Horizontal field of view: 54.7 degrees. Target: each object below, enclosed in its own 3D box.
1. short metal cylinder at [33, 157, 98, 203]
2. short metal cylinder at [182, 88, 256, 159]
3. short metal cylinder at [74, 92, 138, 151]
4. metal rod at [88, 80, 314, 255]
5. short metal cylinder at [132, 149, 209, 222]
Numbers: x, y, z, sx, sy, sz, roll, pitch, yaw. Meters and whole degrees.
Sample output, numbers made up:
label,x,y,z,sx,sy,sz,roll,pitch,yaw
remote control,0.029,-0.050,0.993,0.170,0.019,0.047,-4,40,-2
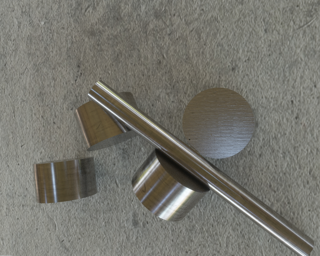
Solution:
label,x,y,z,sx,sy,sz,roll,pitch,yaw
short metal cylinder,-0.129,0.069,0.425,0.080,0.080,0.050,-7,88,20
short metal cylinder,0.072,-0.006,0.370,0.080,0.050,0.079,0,90,20
short metal cylinder,-0.064,-0.007,0.402,0.080,0.080,0.050,-24,82,18
metal rod,0.045,0.046,0.353,0.301,0.025,0.025,37,102,0
short metal cylinder,0.014,0.063,0.371,0.080,0.080,0.050,43,112,15
